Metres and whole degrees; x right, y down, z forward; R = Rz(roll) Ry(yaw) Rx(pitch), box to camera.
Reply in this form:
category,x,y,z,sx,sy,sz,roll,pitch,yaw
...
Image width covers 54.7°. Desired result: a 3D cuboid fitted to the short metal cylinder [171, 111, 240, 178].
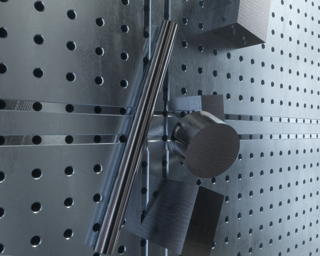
category,x,y,z,sx,sy,sz,roll,pitch,yaw
short metal cylinder,0.061,0.022,0.426,0.081,0.050,0.079,-8,114,-19

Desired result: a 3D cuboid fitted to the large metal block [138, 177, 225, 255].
category,x,y,z,sx,sy,sz,roll,pitch,yaw
large metal block,0.026,0.113,0.398,0.050,0.080,0.080,28,72,-37

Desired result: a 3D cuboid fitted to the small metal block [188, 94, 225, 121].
category,x,y,z,sx,sy,sz,roll,pitch,yaw
small metal block,0.072,-0.025,0.472,0.050,0.025,0.050,-8,95,-40

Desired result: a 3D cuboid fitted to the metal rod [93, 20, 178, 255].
category,x,y,z,sx,sy,sz,roll,pitch,yaw
metal rod,-0.026,0.001,0.389,0.025,0.025,0.299,25,74,-38

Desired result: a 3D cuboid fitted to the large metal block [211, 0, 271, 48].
category,x,y,z,sx,sy,sz,roll,pitch,yaw
large metal block,0.135,-0.187,0.508,0.081,0.050,0.080,15,80,-39
